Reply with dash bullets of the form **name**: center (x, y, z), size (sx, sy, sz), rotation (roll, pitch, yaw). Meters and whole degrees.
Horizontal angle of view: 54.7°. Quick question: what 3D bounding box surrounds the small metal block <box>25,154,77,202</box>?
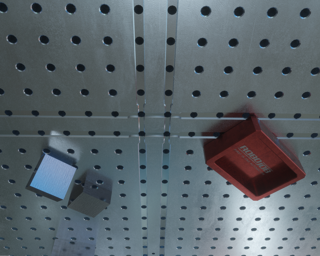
- **small metal block**: center (-0.158, 0.073, 0.452), size (0.050, 0.050, 0.025), rotation (32, 145, -24)

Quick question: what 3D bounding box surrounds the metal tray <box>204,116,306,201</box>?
- **metal tray**: center (0.138, 0.050, 0.452), size (0.090, 0.030, 0.130), rotation (-37, 122, 26)

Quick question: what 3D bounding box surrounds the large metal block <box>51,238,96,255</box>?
- **large metal block**: center (-0.181, 0.272, 0.624), size (0.081, 0.050, 0.079), rotation (15, 129, -13)

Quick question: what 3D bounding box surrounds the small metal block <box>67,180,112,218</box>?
- **small metal block**: center (-0.116, 0.118, 0.510), size (0.050, 0.025, 0.050), rotation (32, 123, -25)
